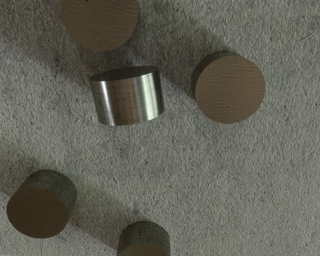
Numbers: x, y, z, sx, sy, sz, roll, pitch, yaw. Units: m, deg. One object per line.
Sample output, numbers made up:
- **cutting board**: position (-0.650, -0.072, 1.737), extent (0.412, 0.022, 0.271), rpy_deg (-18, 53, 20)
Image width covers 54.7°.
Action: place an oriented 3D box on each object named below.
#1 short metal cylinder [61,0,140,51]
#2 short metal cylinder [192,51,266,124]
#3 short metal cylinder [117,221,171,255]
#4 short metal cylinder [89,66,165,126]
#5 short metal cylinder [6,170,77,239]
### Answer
- **short metal cylinder**: position (-0.063, -0.130, 0.348), extent (0.081, 0.050, 0.079), rpy_deg (0, 110, 0)
- **short metal cylinder**: position (0.081, -0.051, 0.378), extent (0.081, 0.050, 0.079), rpy_deg (0, 110, 0)
- **short metal cylinder**: position (-0.024, 0.189, 0.466), extent (0.081, 0.050, 0.079), rpy_deg (0, 110, 0)
- **short metal cylinder**: position (-0.038, -0.040, 0.365), extent (0.080, 0.080, 0.050), rpy_deg (-7, 110, 2)
- **short metal cylinder**: position (-0.163, 0.106, 0.434), extent (0.081, 0.050, 0.079), rpy_deg (0, 110, 0)
